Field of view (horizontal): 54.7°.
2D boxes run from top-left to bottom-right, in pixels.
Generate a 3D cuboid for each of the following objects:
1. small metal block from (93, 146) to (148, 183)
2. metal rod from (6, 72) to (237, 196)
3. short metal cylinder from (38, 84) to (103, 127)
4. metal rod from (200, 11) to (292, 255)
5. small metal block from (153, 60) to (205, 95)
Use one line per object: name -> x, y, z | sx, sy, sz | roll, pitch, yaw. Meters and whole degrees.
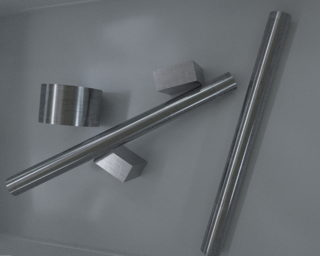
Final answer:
small metal block -> -0.052, 0.045, 0.414 | 0.050, 0.050, 0.025 | 32, 100, 17
metal rod -> -0.047, 0.008, 0.382 | 0.301, 0.025, 0.025 | -26, 81, 1
short metal cylinder -> -0.121, -0.030, 0.423 | 0.080, 0.080, 0.050 | 6, 92, 19
metal rod -> 0.102, 0.012, 0.374 | 0.025, 0.025, 0.298 | 17, 95, 19
small metal block -> 0.025, -0.062, 0.388 | 0.050, 0.050, 0.025 | -12, 86, 19
